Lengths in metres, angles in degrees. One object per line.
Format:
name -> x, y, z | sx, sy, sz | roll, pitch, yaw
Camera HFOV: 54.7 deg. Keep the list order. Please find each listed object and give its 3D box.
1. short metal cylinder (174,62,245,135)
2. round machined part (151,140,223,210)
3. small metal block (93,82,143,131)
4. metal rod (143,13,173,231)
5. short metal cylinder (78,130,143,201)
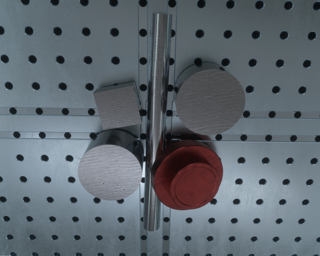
short metal cylinder -> 0.059, -0.037, 0.382 | 0.081, 0.050, 0.079 | 0, 110, 0
round machined part -> 0.040, 0.069, 0.413 | 0.099, 0.042, 0.097 | -6, 110, -15
small metal block -> -0.053, -0.028, 0.398 | 0.050, 0.025, 0.050 | -11, 110, 3
metal rod -> -0.005, 0.007, 0.411 | 0.025, 0.025, 0.298 | 3, 110, -1
short metal cylinder -> -0.063, 0.049, 0.413 | 0.081, 0.050, 0.079 | 0, 110, 0
